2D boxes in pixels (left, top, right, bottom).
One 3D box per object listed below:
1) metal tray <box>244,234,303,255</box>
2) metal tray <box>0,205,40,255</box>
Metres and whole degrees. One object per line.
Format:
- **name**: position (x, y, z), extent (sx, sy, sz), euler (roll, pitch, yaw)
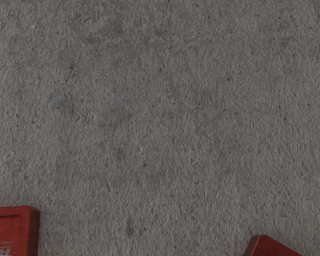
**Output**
- **metal tray**: position (0.120, 0.196, 0.335), extent (0.090, 0.030, 0.130), euler (29, 72, 10)
- **metal tray**: position (-0.210, 0.139, 0.352), extent (0.131, 0.030, 0.090), euler (-3, 70, -2)
